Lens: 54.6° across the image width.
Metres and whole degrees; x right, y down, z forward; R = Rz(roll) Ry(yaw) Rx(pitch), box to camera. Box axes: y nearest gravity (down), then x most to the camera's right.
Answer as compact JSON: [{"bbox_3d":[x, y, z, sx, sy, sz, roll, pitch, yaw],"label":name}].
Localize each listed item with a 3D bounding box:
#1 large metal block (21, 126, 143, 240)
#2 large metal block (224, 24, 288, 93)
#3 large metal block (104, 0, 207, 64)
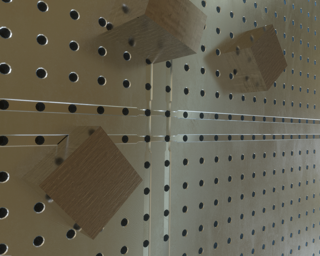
[{"bbox_3d":[-0.079,0.054,0.326,0.080,0.050,0.080,-49,119,-29],"label":"large metal block"},{"bbox_3d":[0.166,-0.117,0.530,0.080,0.050,0.080,-46,118,-30],"label":"large metal block"},{"bbox_3d":[-0.005,-0.123,0.368,0.080,0.080,0.050,26,74,-37],"label":"large metal block"}]
